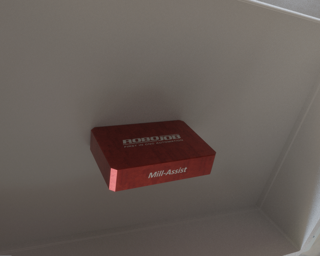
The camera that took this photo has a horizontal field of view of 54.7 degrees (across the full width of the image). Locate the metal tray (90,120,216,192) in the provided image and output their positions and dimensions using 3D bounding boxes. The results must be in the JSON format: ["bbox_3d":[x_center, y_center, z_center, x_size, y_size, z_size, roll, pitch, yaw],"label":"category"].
[{"bbox_3d":[-0.010,0.028,0.379,0.131,0.090,0.030,-5,121,-26],"label":"metal tray"}]
